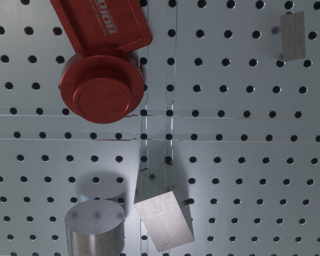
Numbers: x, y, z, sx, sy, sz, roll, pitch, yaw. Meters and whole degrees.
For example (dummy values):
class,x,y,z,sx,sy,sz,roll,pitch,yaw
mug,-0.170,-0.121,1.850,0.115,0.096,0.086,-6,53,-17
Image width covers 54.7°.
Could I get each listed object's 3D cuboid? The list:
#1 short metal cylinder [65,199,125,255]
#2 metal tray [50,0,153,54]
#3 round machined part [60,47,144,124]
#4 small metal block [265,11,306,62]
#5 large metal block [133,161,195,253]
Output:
class,x,y,z,sx,sy,sz,roll,pitch,yaw
short metal cylinder,-0.090,0.144,0.436,0.081,0.080,0.050,1,110,-1
metal tray,-0.073,-0.145,0.356,0.090,0.030,0.129,-21,109,7
round machined part,-0.067,-0.043,0.368,0.099,0.042,0.097,-7,135,-7
small metal block,0.146,-0.108,0.361,0.025,0.050,0.050,-11,110,4
large metal block,0.006,0.104,0.422,0.050,0.080,0.080,-21,109,7
